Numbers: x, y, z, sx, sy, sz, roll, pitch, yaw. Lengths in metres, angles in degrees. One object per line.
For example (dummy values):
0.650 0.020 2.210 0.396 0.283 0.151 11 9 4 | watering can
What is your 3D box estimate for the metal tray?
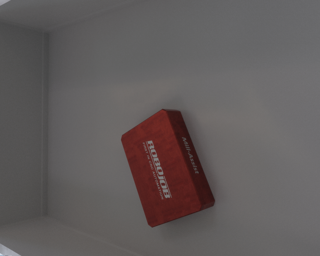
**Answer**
0.006 0.052 0.400 0.090 0.030 0.130 -31 71 35 | metal tray
